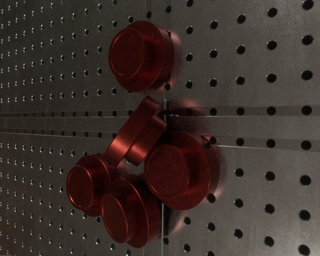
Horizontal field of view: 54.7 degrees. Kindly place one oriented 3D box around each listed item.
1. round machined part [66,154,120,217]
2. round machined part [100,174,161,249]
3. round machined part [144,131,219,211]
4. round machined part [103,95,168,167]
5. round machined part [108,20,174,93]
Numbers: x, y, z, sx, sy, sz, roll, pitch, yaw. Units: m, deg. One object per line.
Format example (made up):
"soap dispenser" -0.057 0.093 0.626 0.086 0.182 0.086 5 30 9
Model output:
"round machined part" -0.110 0.091 0.486 0.098 0.042 0.097 0 90 39
"round machined part" -0.045 0.115 0.418 0.098 0.042 0.097 18 113 48
"round machined part" 0.019 0.053 0.381 0.098 0.042 0.097 0 90 39
"round machined part" -0.027 0.010 0.393 0.042 0.098 0.097 36 116 -3
"round machined part" -0.033 -0.098 0.423 0.098 0.042 0.097 0 90 39
